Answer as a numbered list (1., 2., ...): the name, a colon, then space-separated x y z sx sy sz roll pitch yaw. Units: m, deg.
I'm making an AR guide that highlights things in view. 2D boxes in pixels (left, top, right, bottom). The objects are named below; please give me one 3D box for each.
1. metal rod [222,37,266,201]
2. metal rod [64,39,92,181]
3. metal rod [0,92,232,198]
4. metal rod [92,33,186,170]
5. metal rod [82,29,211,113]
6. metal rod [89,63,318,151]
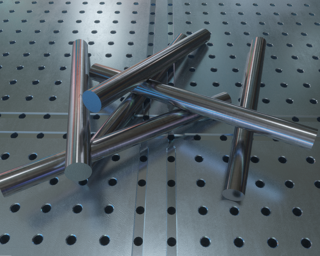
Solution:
1. metal rod: 0.125 -0.035 0.437 0.025 0.025 0.300 13 51 11
2. metal rod: -0.106 -0.049 0.408 0.025 0.025 0.300 -9 39 -7
3. metal rod: -0.034 0.010 0.376 0.302 0.025 0.025 -21 53 -26
4. metal rod: -0.030 -0.050 0.449 0.025 0.025 0.301 21 53 17
5. metal rod: 0.003 -0.095 0.434 0.025 0.025 0.302 25 38 19
6. metal rod: 0.036 -0.034 0.392 0.300 0.025 0.025 20 53 23
